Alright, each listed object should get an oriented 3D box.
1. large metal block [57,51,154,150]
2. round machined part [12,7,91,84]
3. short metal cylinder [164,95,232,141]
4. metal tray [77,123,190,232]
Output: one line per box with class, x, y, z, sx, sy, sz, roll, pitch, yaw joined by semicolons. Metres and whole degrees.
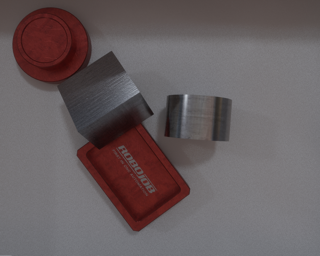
large metal block;-0.067;-0.034;0.380;0.080;0.050;0.080;-33;58;0
round machined part;-0.142;-0.108;0.401;0.099;0.042;0.097;0;90;-1
short metal cylinder;0.047;-0.012;0.385;0.081;0.080;0.050;4;90;-1
metal tray;-0.034;0.056;0.408;0.090;0.030;0.130;-37;90;-1
